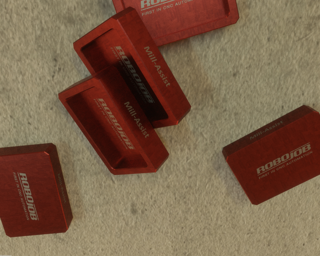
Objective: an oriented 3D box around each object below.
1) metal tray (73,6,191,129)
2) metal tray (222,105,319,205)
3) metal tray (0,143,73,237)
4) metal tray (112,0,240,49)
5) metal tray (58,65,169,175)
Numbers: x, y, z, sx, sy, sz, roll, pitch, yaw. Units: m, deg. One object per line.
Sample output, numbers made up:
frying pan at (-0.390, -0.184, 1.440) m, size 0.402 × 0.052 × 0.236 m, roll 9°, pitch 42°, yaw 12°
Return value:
metal tray at (-0.033, -0.059, 0.356) m, size 0.090 × 0.030 × 0.130 m, roll -10°, pitch 118°, yaw 47°
metal tray at (0.164, 0.039, 0.424) m, size 0.130 × 0.030 × 0.090 m, roll -30°, pitch 108°, yaw 10°
metal tray at (-0.183, 0.089, 0.438) m, size 0.091 × 0.030 × 0.129 m, roll -6°, pitch 110°, yaw 1°
metal tray at (0.015, -0.147, 0.353) m, size 0.131 × 0.030 × 0.089 m, roll -16°, pitch 110°, yaw 5°
metal tray at (-0.057, -0.003, 0.379) m, size 0.090 × 0.030 × 0.130 m, roll -12°, pitch 116°, yaw 45°
